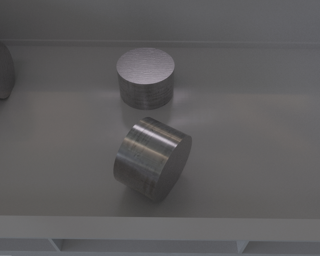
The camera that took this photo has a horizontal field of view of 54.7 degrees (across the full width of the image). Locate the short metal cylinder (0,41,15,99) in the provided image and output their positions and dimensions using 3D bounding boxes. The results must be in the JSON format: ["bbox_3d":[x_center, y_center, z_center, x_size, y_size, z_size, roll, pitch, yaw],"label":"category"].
[{"bbox_3d":[-0.248,-0.081,0.436,0.050,0.080,0.080,0,50,0],"label":"short metal cylinder"}]

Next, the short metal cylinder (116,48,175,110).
[{"bbox_3d":[-0.020,-0.072,0.449,0.080,0.050,0.080,0,50,0],"label":"short metal cylinder"}]

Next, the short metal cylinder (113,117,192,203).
[{"bbox_3d":[-0.006,0.034,0.340,0.050,0.080,0.080,26,55,20],"label":"short metal cylinder"}]
